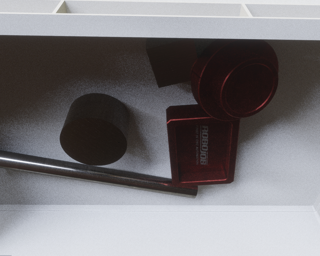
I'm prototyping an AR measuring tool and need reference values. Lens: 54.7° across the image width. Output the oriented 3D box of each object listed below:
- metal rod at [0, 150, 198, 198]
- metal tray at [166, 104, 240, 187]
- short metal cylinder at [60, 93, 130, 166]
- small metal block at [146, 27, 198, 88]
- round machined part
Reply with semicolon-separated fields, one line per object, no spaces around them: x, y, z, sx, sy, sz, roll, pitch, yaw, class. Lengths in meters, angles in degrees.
-0.090;0.072;0.468;0.302;0.025;0.025;11;129;-10;metal rod
0.058;0.027;0.429;0.091;0.030;0.129;-4;130;3;metal tray
-0.080;0.003;0.394;0.081;0.050;0.079;0;130;0;short metal cylinder
0.016;-0.077;0.344;0.050;0.025;0.050;-12;129;9;small metal block
0.087;-0.050;0.337;0.099;0.042;0.097;-10;123;-15;round machined part
